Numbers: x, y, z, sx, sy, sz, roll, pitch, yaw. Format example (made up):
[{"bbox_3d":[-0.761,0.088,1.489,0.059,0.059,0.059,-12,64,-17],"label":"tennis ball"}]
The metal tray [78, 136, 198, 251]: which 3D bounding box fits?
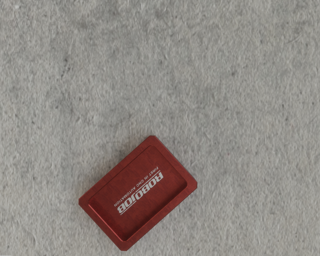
[{"bbox_3d":[-0.028,0.083,0.407,0.130,0.030,0.090,-42,90,0],"label":"metal tray"}]
